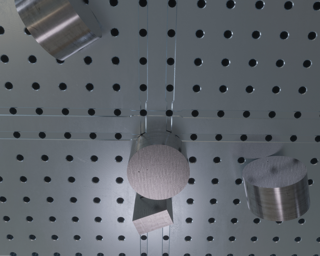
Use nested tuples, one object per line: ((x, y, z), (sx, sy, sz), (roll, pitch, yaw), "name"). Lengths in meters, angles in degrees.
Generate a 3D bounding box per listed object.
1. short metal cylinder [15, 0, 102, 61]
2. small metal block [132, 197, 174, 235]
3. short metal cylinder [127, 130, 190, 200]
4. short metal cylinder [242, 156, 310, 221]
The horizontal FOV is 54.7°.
((-0.108, -0.122, 0.338), (0.050, 0.080, 0.080), (-29, 108, 10), "short metal cylinder")
((-0.010, 0.120, 0.444), (0.050, 0.050, 0.025), (-20, 109, 7), "small metal block")
((-0.002, 0.049, 0.418), (0.081, 0.050, 0.079), (0, 110, 0), "short metal cylinder")
((0.155, 0.079, 0.415), (0.080, 0.080, 0.050), (-13, 110, 5), "short metal cylinder")
